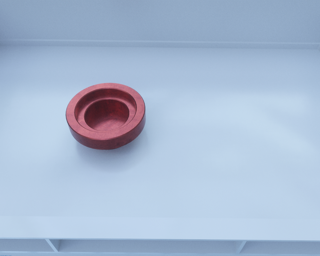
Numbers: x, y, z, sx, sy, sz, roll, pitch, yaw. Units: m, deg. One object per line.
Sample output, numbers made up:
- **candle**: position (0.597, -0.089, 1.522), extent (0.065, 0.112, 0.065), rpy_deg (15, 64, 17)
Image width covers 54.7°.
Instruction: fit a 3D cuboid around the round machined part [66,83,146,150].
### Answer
- **round machined part**: position (-0.068, -0.011, 0.402), extent (0.099, 0.042, 0.098), rpy_deg (0, 50, 0)
